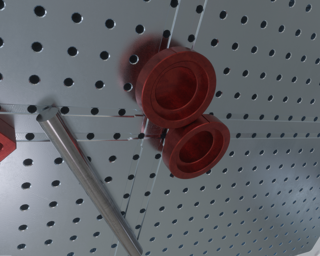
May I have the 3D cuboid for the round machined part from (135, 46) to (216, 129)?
[{"bbox_3d":[0.016,-0.051,0.377,0.099,0.042,0.097,-14,124,-21],"label":"round machined part"}]

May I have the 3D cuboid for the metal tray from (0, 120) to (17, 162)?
[{"bbox_3d":[-0.218,0.002,0.290,0.090,0.030,0.130,-41,130,-1],"label":"metal tray"}]

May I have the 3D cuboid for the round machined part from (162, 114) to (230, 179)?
[{"bbox_3d":[0.046,0.021,0.434,0.099,0.042,0.097,-18,132,-21],"label":"round machined part"}]

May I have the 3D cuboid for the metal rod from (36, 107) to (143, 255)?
[{"bbox_3d":[-0.081,0.096,0.426,0.025,0.025,0.299,-28,128,-11],"label":"metal rod"}]
